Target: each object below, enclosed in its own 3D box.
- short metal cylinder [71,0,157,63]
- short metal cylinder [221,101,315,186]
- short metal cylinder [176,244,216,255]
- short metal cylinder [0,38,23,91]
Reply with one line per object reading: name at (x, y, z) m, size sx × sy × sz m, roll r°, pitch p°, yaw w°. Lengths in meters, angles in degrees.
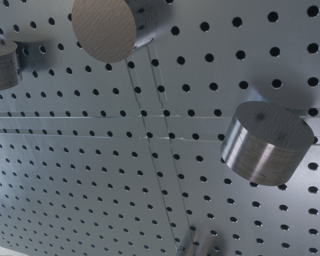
short metal cylinder at (-0.050, -0.119, 0.348) m, size 0.080 × 0.050 × 0.079 m, roll 13°, pitch 124°, yaw 21°
short metal cylinder at (0.111, 0.014, 0.326) m, size 0.080 × 0.080 × 0.050 m, roll 24°, pitch 127°, yaw 13°
short metal cylinder at (0.057, 0.241, 0.514) m, size 0.080 × 0.050 × 0.079 m, roll 13°, pitch 124°, yaw 21°
short metal cylinder at (-0.246, -0.093, 0.448) m, size 0.080 × 0.080 × 0.050 m, roll 19°, pitch 126°, yaw 17°
